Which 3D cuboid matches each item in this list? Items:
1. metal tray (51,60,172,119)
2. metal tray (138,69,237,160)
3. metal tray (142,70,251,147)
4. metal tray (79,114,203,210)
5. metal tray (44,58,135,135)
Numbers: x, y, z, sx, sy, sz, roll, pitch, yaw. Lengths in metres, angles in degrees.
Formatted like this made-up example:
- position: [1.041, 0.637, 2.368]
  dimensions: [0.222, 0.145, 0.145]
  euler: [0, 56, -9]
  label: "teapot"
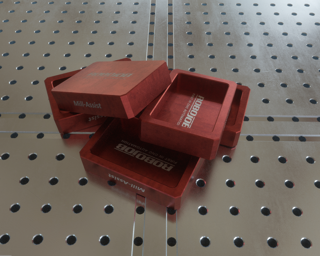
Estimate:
- position: [-0.063, -0.053, 0.396]
  dimensions: [0.130, 0.030, 0.090]
  euler: [8, 39, 35]
  label: "metal tray"
- position: [0.039, -0.024, 0.384]
  dimensions: [0.090, 0.030, 0.130]
  euler: [15, 40, 13]
  label: "metal tray"
- position: [0.051, -0.031, 0.430]
  dimensions: [0.130, 0.030, 0.090]
  euler: [14, 51, 13]
  label: "metal tray"
- position: [-0.018, 0.032, 0.378]
  dimensions: [0.130, 0.030, 0.090]
  euler: [21, 53, 16]
  label: "metal tray"
- position: [-0.090, -0.050, 0.445]
  dimensions: [0.131, 0.030, 0.090]
  euler: [-18, 52, -14]
  label: "metal tray"
